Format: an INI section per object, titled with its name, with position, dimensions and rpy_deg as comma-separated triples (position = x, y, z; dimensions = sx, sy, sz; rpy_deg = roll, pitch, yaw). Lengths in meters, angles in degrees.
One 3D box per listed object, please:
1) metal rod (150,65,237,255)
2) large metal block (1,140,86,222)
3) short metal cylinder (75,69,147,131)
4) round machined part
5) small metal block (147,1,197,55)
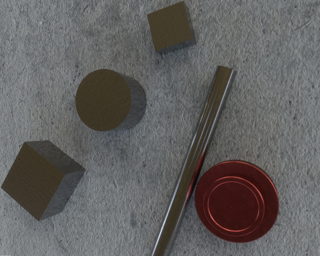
[metal rod]
position = 0.034, 0.068, 0.396
dimensions = 0.025, 0.025, 0.298
rpy_deg = 21, 97, 18
[large metal block]
position = -0.170, 0.074, 0.454
dimensions = 0.080, 0.050, 0.080
rpy_deg = 34, 101, 16
[short metal cylinder]
position = -0.065, -0.036, 0.417
dimensions = 0.080, 0.050, 0.079
rpy_deg = 0, 90, 19
[round machined part]
position = 0.089, 0.088, 0.368
dimensions = 0.098, 0.042, 0.097
rpy_deg = 0, 90, 19
[small metal block]
position = 0.016, -0.129, 0.403
dimensions = 0.050, 0.025, 0.050
rpy_deg = -14, 86, 19
